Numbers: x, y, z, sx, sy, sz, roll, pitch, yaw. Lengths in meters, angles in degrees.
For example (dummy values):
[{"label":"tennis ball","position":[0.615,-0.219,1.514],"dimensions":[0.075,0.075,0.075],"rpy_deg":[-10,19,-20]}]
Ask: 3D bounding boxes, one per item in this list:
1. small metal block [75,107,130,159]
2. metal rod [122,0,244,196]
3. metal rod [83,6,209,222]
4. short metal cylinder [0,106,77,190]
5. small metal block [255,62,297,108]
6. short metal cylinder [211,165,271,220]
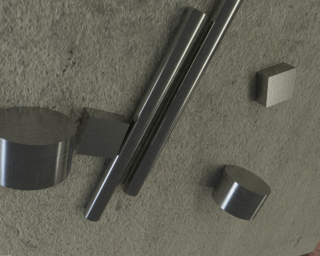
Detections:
[{"label":"small metal block","position":[-0.071,0.007,0.372],"dimensions":[0.050,0.025,0.050],"rpy_deg":[11,113,-33]},{"label":"metal rod","position":[0.025,-0.038,0.396],"dimensions":[0.025,0.025,0.298],"rpy_deg":[16,110,-35]},{"label":"metal rod","position":[-0.025,-0.005,0.389],"dimensions":[0.025,0.025,0.298],"rpy_deg":[17,109,-35]},{"label":"short metal cylinder","position":[-0.128,0.018,0.312],"dimensions":[0.081,0.080,0.050],"rpy_deg":[0,118,-29]},{"label":"small metal block","position":[0.171,-0.064,0.461],"dimensions":[0.050,0.025,0.050],"rpy_deg":[-20,126,-17]},{"label":"short metal cylinder","position":[0.132,0.104,0.508],"dimensions":[0.081,0.080,0.050],"rpy_deg":[11,113,-33]}]
